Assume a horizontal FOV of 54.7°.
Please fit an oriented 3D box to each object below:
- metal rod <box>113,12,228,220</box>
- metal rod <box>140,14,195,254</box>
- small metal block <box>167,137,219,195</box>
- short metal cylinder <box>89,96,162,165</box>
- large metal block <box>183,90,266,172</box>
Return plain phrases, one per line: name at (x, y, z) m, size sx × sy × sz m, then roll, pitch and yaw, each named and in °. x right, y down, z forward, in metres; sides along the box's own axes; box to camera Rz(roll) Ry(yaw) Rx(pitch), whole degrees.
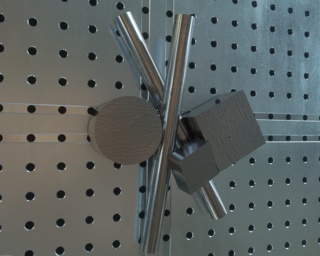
metal rod at (0.018, -0.009, 0.415) m, size 0.025 × 0.025 × 0.299 m, roll -30°, pitch 100°, yaw -18°
metal rod at (0.008, 0.011, 0.391) m, size 0.025 × 0.025 × 0.298 m, roll 7°, pitch 96°, yaw -20°
small metal block at (0.042, 0.047, 0.391) m, size 0.050 × 0.025 × 0.050 m, roll -31°, pitch 116°, yaw -25°
short metal cylinder at (-0.044, 0.003, 0.380) m, size 0.081 × 0.050 × 0.079 m, roll 0°, pitch 90°, yaw -21°
large metal block at (0.085, 0.003, 0.426) m, size 0.080 × 0.050 × 0.080 m, roll -29°, pitch 100°, yaw -18°
